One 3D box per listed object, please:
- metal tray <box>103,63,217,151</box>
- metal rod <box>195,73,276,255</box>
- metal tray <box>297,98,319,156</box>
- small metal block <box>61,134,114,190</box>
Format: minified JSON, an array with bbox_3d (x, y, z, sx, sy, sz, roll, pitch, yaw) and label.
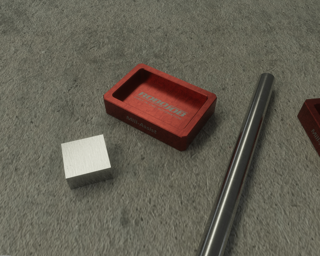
[{"bbox_3d":[0.000,-0.033,0.427,0.130,0.030,0.090,27,55,20],"label":"metal tray"},{"bbox_3d":[0.100,0.032,0.377,0.025,0.025,0.301,19,52,15],"label":"metal rod"},{"bbox_3d":[0.245,0.016,0.389,0.091,0.030,0.130,-5,50,-5],"label":"metal tray"},{"bbox_3d":[-0.087,0.040,0.369,0.050,0.025,0.050,-13,51,-11],"label":"small metal block"}]
